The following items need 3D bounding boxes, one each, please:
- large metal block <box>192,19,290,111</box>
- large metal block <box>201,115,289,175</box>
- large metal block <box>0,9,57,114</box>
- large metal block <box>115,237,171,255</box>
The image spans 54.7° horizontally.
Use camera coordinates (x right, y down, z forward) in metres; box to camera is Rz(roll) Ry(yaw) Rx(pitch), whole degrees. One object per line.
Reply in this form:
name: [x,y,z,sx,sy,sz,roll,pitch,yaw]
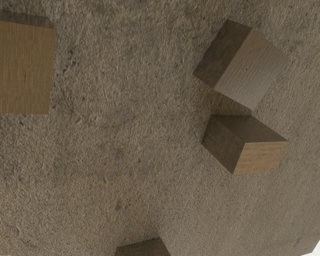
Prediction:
large metal block: [0.103,-0.079,0.398,0.080,0.050,0.080,21,107,-36]
large metal block: [0.121,0.021,0.450,0.081,0.080,0.050,0,119,-28]
large metal block: [-0.142,-0.060,0.276,0.081,0.050,0.079,1,118,-29]
large metal block: [-0.032,0.239,0.521,0.081,0.050,0.079,-3,120,-27]
